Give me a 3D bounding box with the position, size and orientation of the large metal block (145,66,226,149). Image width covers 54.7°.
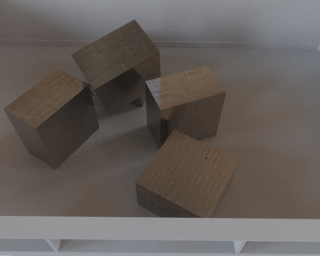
[{"bbox_3d":[0.029,-0.023,0.389,0.081,0.080,0.050,-16,52,-14],"label":"large metal block"}]

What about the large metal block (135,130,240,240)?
[{"bbox_3d":[0.030,0.060,0.339,0.080,0.050,0.080,24,54,19],"label":"large metal block"}]

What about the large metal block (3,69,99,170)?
[{"bbox_3d":[-0.125,-0.010,0.376,0.050,0.080,0.080,27,55,20],"label":"large metal block"}]

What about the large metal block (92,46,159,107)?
[{"bbox_3d":[-0.052,-0.084,0.459,0.080,0.050,0.080,13,51,10],"label":"large metal block"}]

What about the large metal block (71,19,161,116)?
[{"bbox_3d":[-0.047,-0.068,0.369,0.080,0.080,0.050,-32,74,-9],"label":"large metal block"}]
